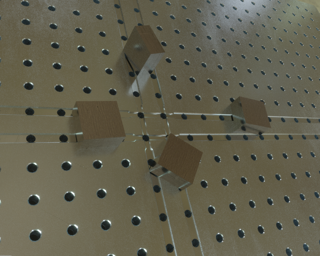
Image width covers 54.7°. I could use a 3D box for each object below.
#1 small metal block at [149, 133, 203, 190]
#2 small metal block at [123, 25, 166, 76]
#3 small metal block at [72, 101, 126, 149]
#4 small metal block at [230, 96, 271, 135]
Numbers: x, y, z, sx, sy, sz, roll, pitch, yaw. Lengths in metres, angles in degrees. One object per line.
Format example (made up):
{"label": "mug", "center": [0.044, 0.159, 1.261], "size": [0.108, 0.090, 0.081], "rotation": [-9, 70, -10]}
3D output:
{"label": "small metal block", "center": [0.021, 0.043, 0.395], "size": [0.050, 0.025, 0.050], "rotation": [31, 51, -8]}
{"label": "small metal block", "center": [-0.024, -0.112, 0.449], "size": [0.025, 0.050, 0.050], "rotation": [-17, 71, -35]}
{"label": "small metal block", "center": [-0.074, -0.005, 0.372], "size": [0.050, 0.025, 0.050], "rotation": [-3, 63, -30]}
{"label": "small metal block", "center": [0.146, -0.020, 0.501], "size": [0.050, 0.025, 0.050], "rotation": [9, 58, -24]}
